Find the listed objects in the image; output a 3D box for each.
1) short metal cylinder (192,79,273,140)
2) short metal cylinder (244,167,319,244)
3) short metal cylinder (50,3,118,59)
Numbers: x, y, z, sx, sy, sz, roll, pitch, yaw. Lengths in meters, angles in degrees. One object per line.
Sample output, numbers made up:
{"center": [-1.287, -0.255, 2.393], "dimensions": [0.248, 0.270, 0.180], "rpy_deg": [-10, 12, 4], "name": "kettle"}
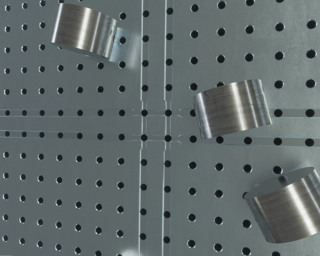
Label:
{"center": [0.081, -0.019, 0.354], "dimensions": [0.080, 0.080, 0.050], "rpy_deg": [-14, 86, 19], "name": "short metal cylinder"}
{"center": [0.139, 0.082, 0.334], "dimensions": [0.080, 0.080, 0.050], "rpy_deg": [-28, 81, 17], "name": "short metal cylinder"}
{"center": [-0.102, -0.128, 0.418], "dimensions": [0.080, 0.080, 0.050], "rpy_deg": [16, 96, 19], "name": "short metal cylinder"}
